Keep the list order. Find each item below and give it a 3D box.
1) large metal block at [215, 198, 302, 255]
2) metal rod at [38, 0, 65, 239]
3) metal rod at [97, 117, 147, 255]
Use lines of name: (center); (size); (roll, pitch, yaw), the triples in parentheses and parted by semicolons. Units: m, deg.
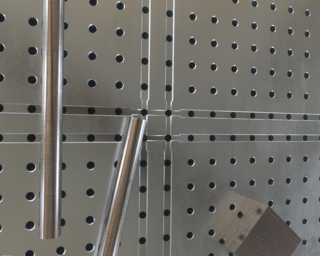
large metal block: (0.144, 0.163, 0.453); (0.080, 0.050, 0.080); (45, 76, -15)
metal rod: (-0.128, -0.022, 0.365); (0.025, 0.025, 0.298); (1, 90, -20)
metal rod: (-0.061, 0.134, 0.390); (0.025, 0.025, 0.298); (14, 85, -20)
